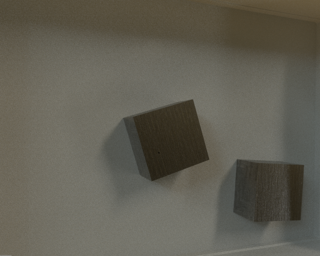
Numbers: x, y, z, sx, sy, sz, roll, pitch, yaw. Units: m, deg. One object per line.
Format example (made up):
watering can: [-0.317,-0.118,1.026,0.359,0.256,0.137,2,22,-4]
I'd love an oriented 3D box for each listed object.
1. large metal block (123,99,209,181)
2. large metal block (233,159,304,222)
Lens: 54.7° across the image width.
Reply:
large metal block: [0.007,0.014,0.400,0.081,0.050,0.080,-18,96,-19]
large metal block: [0.159,0.090,0.456,0.081,0.050,0.080,5,89,-20]
